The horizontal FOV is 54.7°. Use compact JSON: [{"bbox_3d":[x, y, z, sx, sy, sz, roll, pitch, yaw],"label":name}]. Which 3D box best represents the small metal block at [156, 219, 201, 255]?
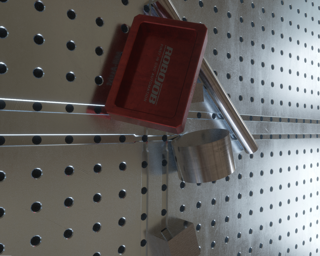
[{"bbox_3d":[0.026,0.165,0.434,0.050,0.025,0.050,-22,104,-38],"label":"small metal block"}]

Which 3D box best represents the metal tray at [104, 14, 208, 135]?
[{"bbox_3d":[-0.002,-0.066,0.367,0.030,0.090,0.130,63,42,-73],"label":"metal tray"}]

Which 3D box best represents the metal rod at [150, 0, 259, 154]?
[{"bbox_3d":[0.080,-0.067,0.478,0.300,0.025,0.025,52,60,-28],"label":"metal rod"}]

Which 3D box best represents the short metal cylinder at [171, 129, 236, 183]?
[{"bbox_3d":[0.060,0.036,0.426,0.081,0.080,0.050,-21,104,-38],"label":"short metal cylinder"}]

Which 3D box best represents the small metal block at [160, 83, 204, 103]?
[{"bbox_3d":[0.022,-0.044,0.413,0.050,0.050,0.025,-9,97,-40],"label":"small metal block"}]
